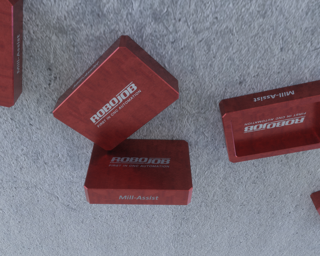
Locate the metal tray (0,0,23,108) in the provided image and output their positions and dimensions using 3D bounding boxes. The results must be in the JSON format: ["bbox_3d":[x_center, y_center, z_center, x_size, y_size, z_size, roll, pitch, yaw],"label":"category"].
[{"bbox_3d":[-0.197,-0.089,0.326,0.091,0.030,0.129,13,129,-11],"label":"metal tray"}]

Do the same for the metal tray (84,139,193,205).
[{"bbox_3d":[-0.026,0.056,0.411,0.131,0.090,0.030,1,130,-1],"label":"metal tray"}]

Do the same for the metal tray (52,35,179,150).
[{"bbox_3d":[-0.053,-0.036,0.373,0.130,0.030,0.090,-37,122,27],"label":"metal tray"}]

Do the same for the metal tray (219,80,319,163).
[{"bbox_3d":[0.148,-0.005,0.400,0.131,0.030,0.090,-11,130,9],"label":"metal tray"}]

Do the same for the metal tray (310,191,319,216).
[{"bbox_3d":[0.324,0.143,0.528,0.090,0.030,0.130,-27,126,20],"label":"metal tray"}]
